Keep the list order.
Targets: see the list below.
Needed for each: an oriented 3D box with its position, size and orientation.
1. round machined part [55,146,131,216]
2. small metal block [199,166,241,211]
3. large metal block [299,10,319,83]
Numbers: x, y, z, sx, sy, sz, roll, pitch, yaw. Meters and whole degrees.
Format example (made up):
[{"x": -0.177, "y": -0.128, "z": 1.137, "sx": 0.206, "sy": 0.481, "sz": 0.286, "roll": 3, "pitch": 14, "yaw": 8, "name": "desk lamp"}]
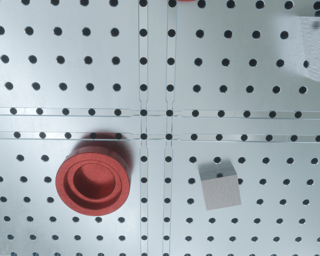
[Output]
[{"x": -0.089, "y": 0.069, "z": 0.429, "sx": 0.099, "sy": 0.042, "sz": 0.097, "roll": 0, "pitch": 110, "yaw": 0, "name": "round machined part"}, {"x": 0.086, "y": 0.087, "z": 0.446, "sx": 0.050, "sy": 0.025, "sz": 0.050, "roll": -11, "pitch": 110, "yaw": 4, "name": "small metal block"}, {"x": 0.206, "y": -0.094, "z": 0.351, "sx": 0.050, "sy": 0.080, "sz": 0.080, "roll": -17, "pitch": 109, "yaw": 6, "name": "large metal block"}]
